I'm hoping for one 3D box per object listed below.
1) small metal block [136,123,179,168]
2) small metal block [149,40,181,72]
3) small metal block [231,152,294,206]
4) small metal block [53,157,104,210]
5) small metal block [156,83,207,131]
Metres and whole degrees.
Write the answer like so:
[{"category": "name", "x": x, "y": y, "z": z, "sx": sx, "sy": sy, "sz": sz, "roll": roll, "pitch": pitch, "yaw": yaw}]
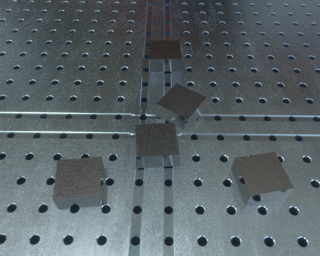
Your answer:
[{"category": "small metal block", "x": -0.004, "y": 0.021, "z": 0.390, "sx": 0.050, "sy": 0.025, "sz": 0.050, "roll": -3, "pitch": 50, "yaw": -3}, {"category": "small metal block", "x": 0.008, "y": -0.118, "z": 0.507, "sx": 0.050, "sy": 0.025, "sz": 0.050, "roll": -1, "pitch": 50, "yaw": -1}, {"category": "small metal block", "x": 0.117, "y": 0.058, "z": 0.360, "sx": 0.050, "sy": 0.025, "sz": 0.050, "roll": -8, "pitch": 51, "yaw": -7}, {"category": "small metal block", "x": -0.091, "y": 0.062, "z": 0.354, "sx": 0.050, "sy": 0.025, "sz": 0.050, "roll": -4, "pitch": 50, "yaw": -4}, {"category": "small metal block", "x": 0.030, "y": -0.030, "z": 0.433, "sx": 0.050, "sy": 0.025, "sz": 0.050, "roll": 28, "pitch": 55, "yaw": 21}]
